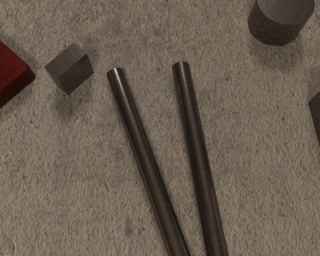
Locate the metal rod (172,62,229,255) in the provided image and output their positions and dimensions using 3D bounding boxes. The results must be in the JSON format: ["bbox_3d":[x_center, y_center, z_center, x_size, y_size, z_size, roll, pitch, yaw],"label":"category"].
[{"bbox_3d":[0.051,0.051,0.389,0.025,0.025,0.299,-8,70,-3],"label":"metal rod"}]

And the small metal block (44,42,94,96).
[{"bbox_3d":[-0.122,-0.079,0.422,0.025,0.050,0.050,40,75,13],"label":"small metal block"}]

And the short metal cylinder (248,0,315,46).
[{"bbox_3d":[0.177,-0.170,0.459,0.081,0.050,0.080,0,70,0],"label":"short metal cylinder"}]

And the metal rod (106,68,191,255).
[{"bbox_3d":[-0.013,0.055,0.387,0.025,0.025,0.299,-19,71,-7],"label":"metal rod"}]

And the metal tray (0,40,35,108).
[{"bbox_3d":[-0.255,-0.088,0.434,0.130,0.030,0.090,40,74,13],"label":"metal tray"}]

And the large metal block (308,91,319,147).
[{"bbox_3d":[0.238,-0.014,0.387,0.050,0.080,0.080,-4,70,-2],"label":"large metal block"}]
